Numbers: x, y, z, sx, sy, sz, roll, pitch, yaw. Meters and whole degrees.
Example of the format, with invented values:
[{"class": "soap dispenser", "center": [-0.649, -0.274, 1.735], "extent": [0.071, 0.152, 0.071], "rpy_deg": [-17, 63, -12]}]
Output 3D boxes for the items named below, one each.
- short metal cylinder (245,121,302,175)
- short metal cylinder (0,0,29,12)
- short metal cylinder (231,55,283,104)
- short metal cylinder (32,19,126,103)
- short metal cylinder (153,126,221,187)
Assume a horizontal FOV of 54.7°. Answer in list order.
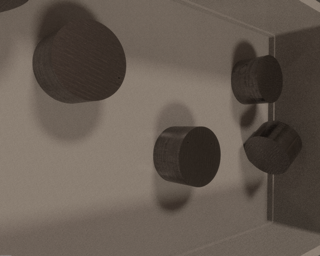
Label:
[{"class": "short metal cylinder", "center": [0.197, 0.034, 0.539], "extent": [0.050, 0.080, 0.080], "rpy_deg": [-40, 115, -33]}, {"class": "short metal cylinder", "center": [-0.152, -0.124, 0.244], "extent": [0.081, 0.080, 0.050], "rpy_deg": [-22, 104, -38]}, {"class": "short metal cylinder", "center": [0.168, -0.081, 0.534], "extent": [0.081, 0.050, 0.079], "rpy_deg": [0, 90, -40]}, {"class": "short metal cylinder", "center": [-0.083, -0.066, 0.322], "extent": [0.081, 0.050, 0.079], "rpy_deg": [0, 90, -40]}, {"class": "short metal cylinder", "center": [0.038, 0.037, 0.424], "extent": [0.081, 0.050, 0.079], "rpy_deg": [0, 90, -40]}]
